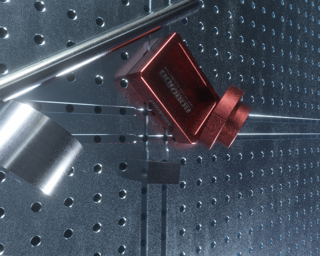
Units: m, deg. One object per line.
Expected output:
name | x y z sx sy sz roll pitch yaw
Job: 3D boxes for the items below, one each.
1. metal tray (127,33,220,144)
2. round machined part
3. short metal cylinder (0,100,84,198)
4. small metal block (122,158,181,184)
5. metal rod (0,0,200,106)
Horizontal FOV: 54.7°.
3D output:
metal tray | 0.025 -0.052 0.428 0.130 0.030 0.090 51 60 -28
round machined part | 0.097 -0.010 0.445 0.042 0.098 0.098 31 63 11
short metal cylinder | -0.117 0.020 0.276 0.080 0.080 0.050 45 63 -31
small metal block | -0.011 0.053 0.386 0.050 0.050 0.025 10 84 -40
metal rod | -0.053 -0.104 0.366 0.302 0.025 0.025 -37 113 -34
